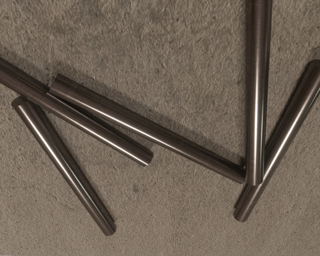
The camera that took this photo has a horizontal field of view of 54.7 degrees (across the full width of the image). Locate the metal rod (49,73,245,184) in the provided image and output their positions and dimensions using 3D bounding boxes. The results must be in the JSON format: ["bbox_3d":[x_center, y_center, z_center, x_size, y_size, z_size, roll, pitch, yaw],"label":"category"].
[{"bbox_3d":[0.001,0.010,0.415,0.301,0.025,0.025,27,125,-22],"label":"metal rod"}]

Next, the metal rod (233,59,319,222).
[{"bbox_3d":[0.162,0.041,0.444,0.025,0.025,0.298,6,130,-6],"label":"metal rod"}]

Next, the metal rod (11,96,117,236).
[{"bbox_3d":[-0.130,0.076,0.469,0.025,0.025,0.299,-12,130,9],"label":"metal rod"}]

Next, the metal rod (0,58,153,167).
[{"bbox_3d":[-0.130,-0.031,0.378,0.301,0.025,0.025,34,122,-26],"label":"metal rod"}]

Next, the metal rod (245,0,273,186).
[{"bbox_3d":[0.113,-0.042,0.363,0.025,0.025,0.298,-8,127,6],"label":"metal rod"}]
